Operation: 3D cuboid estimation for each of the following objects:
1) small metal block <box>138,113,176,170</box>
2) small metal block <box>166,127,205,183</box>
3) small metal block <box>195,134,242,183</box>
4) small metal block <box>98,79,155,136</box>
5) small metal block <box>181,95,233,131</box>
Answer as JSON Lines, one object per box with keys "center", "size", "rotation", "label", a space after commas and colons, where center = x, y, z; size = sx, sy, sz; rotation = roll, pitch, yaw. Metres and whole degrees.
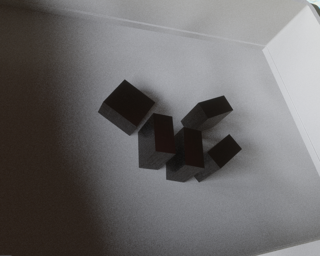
{"center": [-0.005, 0.017, 0.376], "size": [0.025, 0.050, 0.050], "rotation": [10, 58, -23], "label": "small metal block"}
{"center": [0.029, 0.034, 0.384], "size": [0.025, 0.050, 0.050], "rotation": [13, 56, -21], "label": "small metal block"}
{"center": [0.070, 0.040, 0.403], "size": [0.050, 0.050, 0.025], "rotation": [-32, 80, -38], "label": "small metal block"}
{"center": [-0.042, -0.027, 0.399], "size": [0.050, 0.025, 0.050], "rotation": [37, 51, -3], "label": "small metal block"}
{"center": [0.065, -0.017, 0.435], "size": [0.050, 0.050, 0.025], "rotation": [-18, 71, -35], "label": "small metal block"}
